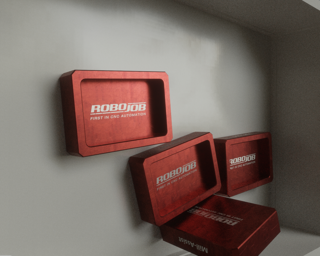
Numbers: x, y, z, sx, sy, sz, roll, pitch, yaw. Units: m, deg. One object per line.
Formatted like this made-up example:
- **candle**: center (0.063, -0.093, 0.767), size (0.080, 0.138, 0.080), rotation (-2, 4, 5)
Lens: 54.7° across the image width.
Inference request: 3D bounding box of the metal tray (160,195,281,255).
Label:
- **metal tray**: center (0.072, 0.126, 0.399), size (0.091, 0.130, 0.030), rotation (-24, 106, -37)

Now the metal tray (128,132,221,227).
- **metal tray**: center (0.026, 0.064, 0.424), size (0.131, 0.030, 0.089), rotation (-19, 102, -38)

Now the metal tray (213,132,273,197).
- **metal tray**: center (0.141, 0.056, 0.520), size (0.131, 0.030, 0.089), rotation (-6, 94, -40)

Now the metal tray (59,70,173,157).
- **metal tray**: center (-0.045, -0.020, 0.364), size (0.131, 0.030, 0.089), rotation (-7, 95, -40)
